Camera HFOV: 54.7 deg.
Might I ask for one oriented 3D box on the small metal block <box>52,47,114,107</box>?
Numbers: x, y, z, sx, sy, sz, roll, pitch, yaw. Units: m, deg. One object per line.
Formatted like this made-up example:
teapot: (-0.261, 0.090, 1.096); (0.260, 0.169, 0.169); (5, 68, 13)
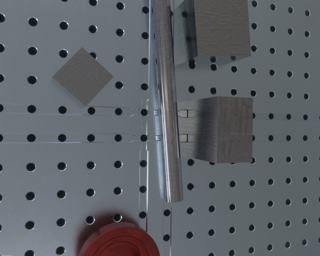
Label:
small metal block: (-0.094, -0.061, 0.378); (0.050, 0.025, 0.050); (43, 76, -15)

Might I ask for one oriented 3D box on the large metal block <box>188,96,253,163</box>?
large metal block: (0.077, 0.002, 0.412); (0.050, 0.080, 0.079); (1, 90, -20)

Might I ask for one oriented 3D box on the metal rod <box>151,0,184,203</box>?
metal rod: (0.009, -0.051, 0.415); (0.025, 0.025, 0.298); (-4, 92, -20)

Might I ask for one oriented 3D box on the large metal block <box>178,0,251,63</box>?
large metal block: (0.074, -0.134, 0.426); (0.081, 0.050, 0.079); (-5, 92, -20)

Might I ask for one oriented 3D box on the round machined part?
round machined part: (-0.053, 0.165, 0.384); (0.099, 0.042, 0.097); (0, 90, -20)
